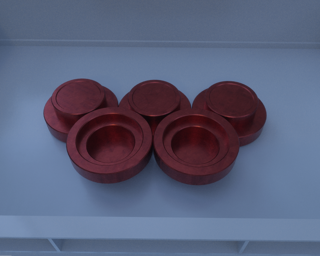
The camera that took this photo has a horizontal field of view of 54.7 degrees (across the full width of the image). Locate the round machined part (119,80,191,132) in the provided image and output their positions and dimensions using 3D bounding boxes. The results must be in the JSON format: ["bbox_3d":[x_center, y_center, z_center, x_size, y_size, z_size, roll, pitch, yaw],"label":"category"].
[{"bbox_3d":[-0.007,-0.027,0.414,0.099,0.042,0.098,0,49,0],"label":"round machined part"}]

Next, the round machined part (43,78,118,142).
[{"bbox_3d":[-0.105,-0.029,0.414,0.099,0.042,0.098,1,49,-1],"label":"round machined part"}]

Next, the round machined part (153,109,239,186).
[{"bbox_3d":[0.041,0.026,0.370,0.099,0.042,0.098,0,50,0],"label":"round machined part"}]

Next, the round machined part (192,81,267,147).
[{"bbox_3d":[0.092,-0.025,0.412,0.099,0.042,0.098,0,49,0],"label":"round machined part"}]

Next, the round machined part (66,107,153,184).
[{"bbox_3d":[-0.057,0.024,0.371,0.099,0.042,0.098,0,50,0],"label":"round machined part"}]
